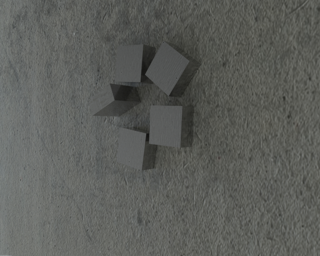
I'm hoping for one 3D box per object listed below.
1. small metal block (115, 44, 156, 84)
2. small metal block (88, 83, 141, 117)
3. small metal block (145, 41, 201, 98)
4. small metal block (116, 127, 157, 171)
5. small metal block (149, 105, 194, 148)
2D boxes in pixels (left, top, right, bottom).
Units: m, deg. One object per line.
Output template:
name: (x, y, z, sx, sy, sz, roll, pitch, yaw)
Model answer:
small metal block: (-0.035, -0.088, 0.434, 0.050, 0.025, 0.050, 8, 95, 39)
small metal block: (-0.065, -0.038, 0.442, 0.050, 0.050, 0.025, -29, 72, 36)
small metal block: (0.016, -0.074, 0.392, 0.050, 0.025, 0.050, 46, 117, 30)
small metal block: (-0.032, 0.027, 0.431, 0.050, 0.025, 0.050, 12, 98, 39)
small metal block: (0.014, -0.003, 0.393, 0.050, 0.025, 0.050, 5, 93, 40)
